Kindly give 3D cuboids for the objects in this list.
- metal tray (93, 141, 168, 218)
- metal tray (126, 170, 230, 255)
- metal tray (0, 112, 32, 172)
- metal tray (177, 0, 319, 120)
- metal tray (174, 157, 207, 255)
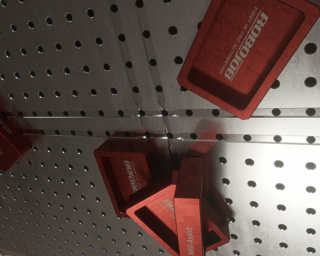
[{"bbox_3d":[-0.041,0.084,0.479,0.090,0.030,0.129,0,119,27],"label":"metal tray"},{"bbox_3d":[0.027,0.130,0.443,0.090,0.030,0.130,-34,111,22],"label":"metal tray"},{"bbox_3d":[-0.309,0.012,0.575,0.130,0.030,0.090,48,128,-7],"label":"metal tray"},{"bbox_3d":[0.083,-0.082,0.313,0.090,0.030,0.129,31,128,8],"label":"metal tray"},{"bbox_3d":[0.044,0.116,0.413,0.030,0.090,0.129,-1,119,12],"label":"metal tray"}]
